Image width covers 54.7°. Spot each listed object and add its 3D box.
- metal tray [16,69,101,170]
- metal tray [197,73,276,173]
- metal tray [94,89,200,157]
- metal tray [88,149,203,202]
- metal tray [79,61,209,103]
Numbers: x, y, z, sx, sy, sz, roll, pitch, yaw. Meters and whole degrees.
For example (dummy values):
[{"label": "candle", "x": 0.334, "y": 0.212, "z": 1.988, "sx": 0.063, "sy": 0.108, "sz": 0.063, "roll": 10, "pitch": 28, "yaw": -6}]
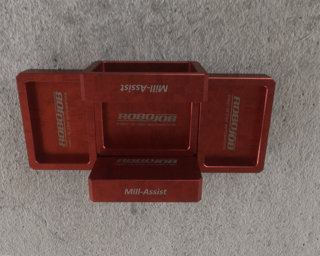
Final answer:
[{"label": "metal tray", "x": -0.127, "y": -0.009, "z": 0.403, "sx": 0.091, "sy": 0.030, "sz": 0.129, "roll": 0, "pitch": 110, "yaw": -1}, {"label": "metal tray", "x": 0.095, "y": -0.005, "z": 0.408, "sx": 0.091, "sy": 0.030, "sz": 0.129, "roll": 0, "pitch": 110, "yaw": -1}, {"label": "metal tray", "x": -0.017, "y": -0.010, "z": 0.404, "sx": 0.131, "sy": 0.030, "sz": 0.089, "roll": 1, "pitch": 110, "yaw": -1}, {"label": "metal tray", "x": -0.017, "y": 0.057, "z": 0.396, "sx": 0.131, "sy": 0.090, "sz": 0.030, "roll": 0, "pitch": 110, "yaw": -1}, {"label": "metal tray", "x": -0.016, "y": -0.056, "z": 0.356, "sx": 0.131, "sy": 0.090, "sz": 0.030, "roll": 0, "pitch": 110, "yaw": -1}]
